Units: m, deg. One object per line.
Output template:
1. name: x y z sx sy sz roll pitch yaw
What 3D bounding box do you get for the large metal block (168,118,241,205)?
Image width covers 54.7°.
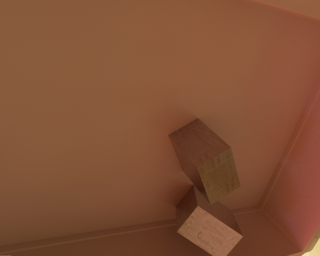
1. large metal block: 0.062 0.046 0.435 0.050 0.080 0.080 -30 129 -9

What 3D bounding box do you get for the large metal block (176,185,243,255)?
1. large metal block: 0.073 0.144 0.482 0.080 0.080 0.050 35 100 -5
